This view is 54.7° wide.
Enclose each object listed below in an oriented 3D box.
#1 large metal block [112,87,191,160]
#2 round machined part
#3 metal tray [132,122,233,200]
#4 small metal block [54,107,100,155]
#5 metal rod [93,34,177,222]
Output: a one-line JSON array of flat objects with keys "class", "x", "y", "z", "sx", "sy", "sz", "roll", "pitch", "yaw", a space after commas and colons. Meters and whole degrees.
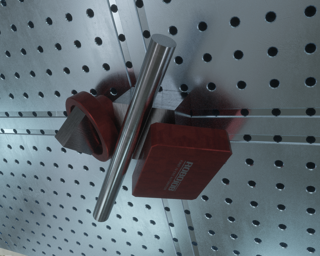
[{"class": "large metal block", "x": -0.007, "y": -0.003, "z": 0.395, "sx": 0.080, "sy": 0.050, "sz": 0.079, "roll": 9, "pitch": 122, "yaw": 23}, {"class": "round machined part", "x": -0.083, "y": -0.006, "z": 0.421, "sx": 0.098, "sy": 0.042, "sz": 0.097, "roll": 37, "pitch": 145, "yaw": 32}, {"class": "metal tray", "x": 0.020, "y": 0.047, "z": 0.382, "sx": 0.091, "sy": 0.030, "sz": 0.129, "roll": 6, "pitch": 143, "yaw": -13}, {"class": "small metal block", "x": -0.102, "y": 0.004, "z": 0.413, "sx": 0.025, "sy": 0.050, "sz": 0.050, "roll": 38, "pitch": 95, "yaw": 35}, {"class": "metal rod", "x": -0.043, "y": 0.025, "z": 0.383, "sx": 0.025, "sy": 0.025, "sz": 0.298, "roll": 30, "pitch": 128, "yaw": 8}]
